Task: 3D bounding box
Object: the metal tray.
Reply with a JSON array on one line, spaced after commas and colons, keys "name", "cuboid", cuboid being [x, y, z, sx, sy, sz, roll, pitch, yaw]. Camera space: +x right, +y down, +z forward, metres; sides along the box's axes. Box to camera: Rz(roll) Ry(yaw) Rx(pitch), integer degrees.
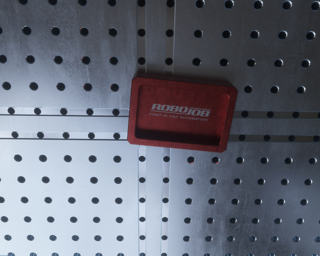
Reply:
[{"name": "metal tray", "cuboid": [0.027, -0.019, 0.403, 0.131, 0.030, 0.089, 6, 110, -3]}]
